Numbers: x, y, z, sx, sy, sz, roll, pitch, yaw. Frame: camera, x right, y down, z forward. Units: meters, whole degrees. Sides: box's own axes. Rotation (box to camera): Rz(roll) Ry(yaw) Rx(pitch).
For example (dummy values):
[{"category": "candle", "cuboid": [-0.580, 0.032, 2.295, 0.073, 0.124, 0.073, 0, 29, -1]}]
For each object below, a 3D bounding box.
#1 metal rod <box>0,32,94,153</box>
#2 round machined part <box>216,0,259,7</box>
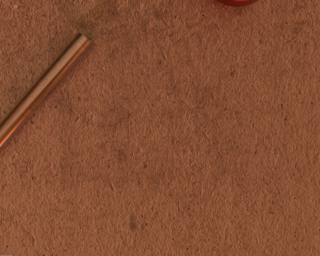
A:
[{"category": "metal rod", "cuboid": [-0.196, -0.005, 0.408, 0.025, 0.025, 0.300, 41, 90, 0]}, {"category": "round machined part", "cuboid": [0.100, -0.206, 0.402, 0.099, 0.042, 0.097, 0, 90, 0]}]
